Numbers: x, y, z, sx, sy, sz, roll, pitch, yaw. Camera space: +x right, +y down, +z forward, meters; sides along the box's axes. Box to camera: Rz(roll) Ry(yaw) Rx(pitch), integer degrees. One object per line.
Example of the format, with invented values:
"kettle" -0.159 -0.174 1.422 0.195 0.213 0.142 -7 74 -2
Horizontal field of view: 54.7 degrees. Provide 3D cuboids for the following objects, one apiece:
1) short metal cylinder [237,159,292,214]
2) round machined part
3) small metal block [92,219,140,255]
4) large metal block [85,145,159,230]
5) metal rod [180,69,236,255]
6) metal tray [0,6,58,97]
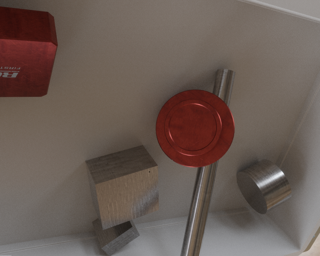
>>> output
"short metal cylinder" 0.178 0.101 0.536 0.050 0.080 0.080 -25 128 -13
"round machined part" 0.042 0.000 0.385 0.098 0.098 0.042 -48 169 5
"small metal block" -0.065 0.146 0.449 0.050 0.050 0.025 -33 129 -7
"large metal block" -0.049 0.078 0.416 0.081 0.050 0.079 -15 125 -21
"metal rod" 0.060 0.070 0.412 0.025 0.025 0.298 12 89 -34
"metal tray" -0.158 -0.059 0.251 0.131 0.030 0.090 -3 158 -27
